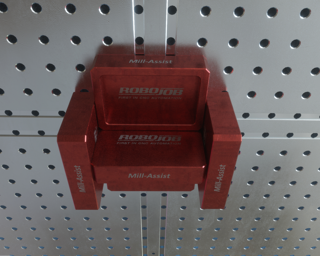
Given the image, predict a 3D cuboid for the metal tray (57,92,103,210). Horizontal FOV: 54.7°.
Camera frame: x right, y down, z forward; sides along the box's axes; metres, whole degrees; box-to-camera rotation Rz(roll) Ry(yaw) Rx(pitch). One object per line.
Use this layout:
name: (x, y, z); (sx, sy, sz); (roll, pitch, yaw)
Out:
metal tray: (-0.093, 0.031, 0.393); (0.030, 0.090, 0.129); (1, 130, -1)

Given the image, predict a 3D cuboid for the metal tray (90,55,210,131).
metal tray: (-0.011, -0.040, 0.374); (0.131, 0.030, 0.089); (0, 130, -1)

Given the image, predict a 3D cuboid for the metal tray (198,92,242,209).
metal tray: (0.069, 0.030, 0.395); (0.030, 0.090, 0.129); (1, 130, -1)

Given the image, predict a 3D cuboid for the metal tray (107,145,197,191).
metal tray: (-0.013, 0.053, 0.451); (0.131, 0.030, 0.089); (0, 130, -1)

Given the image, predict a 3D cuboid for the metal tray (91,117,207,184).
metal tray: (-0.013, 0.026, 0.388); (0.131, 0.090, 0.030); (1, 130, -1)
